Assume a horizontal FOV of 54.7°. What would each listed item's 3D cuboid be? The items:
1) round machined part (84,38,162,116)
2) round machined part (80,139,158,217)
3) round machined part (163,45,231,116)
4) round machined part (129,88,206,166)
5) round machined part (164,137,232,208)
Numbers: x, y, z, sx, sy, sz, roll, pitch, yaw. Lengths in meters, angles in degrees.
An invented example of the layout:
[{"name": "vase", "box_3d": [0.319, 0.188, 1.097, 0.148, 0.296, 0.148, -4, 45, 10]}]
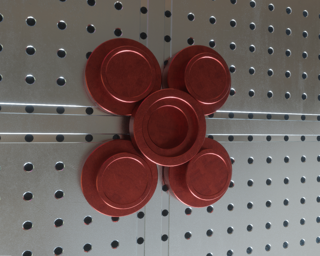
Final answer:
[{"name": "round machined part", "box_3d": [-0.043, -0.064, 0.388, 0.099, 0.042, 0.097, 0, 90, -21]}, {"name": "round machined part", "box_3d": [-0.048, 0.063, 0.387, 0.099, 0.042, 0.097, 0, 90, -21]}, {"name": "round machined part", "box_3d": [0.056, -0.065, 0.425, 0.099, 0.042, 0.097, 0, 90, -21]}, {"name": "round machined part", "box_3d": [0.007, -0.001, 0.405, 0.099, 0.042, 0.097, 0, 90, -21]}, {"name": "round machined part", "box_3d": [0.058, 0.061, 0.426, 0.099, 0.042, 0.097, 0, 90, -21]}]
